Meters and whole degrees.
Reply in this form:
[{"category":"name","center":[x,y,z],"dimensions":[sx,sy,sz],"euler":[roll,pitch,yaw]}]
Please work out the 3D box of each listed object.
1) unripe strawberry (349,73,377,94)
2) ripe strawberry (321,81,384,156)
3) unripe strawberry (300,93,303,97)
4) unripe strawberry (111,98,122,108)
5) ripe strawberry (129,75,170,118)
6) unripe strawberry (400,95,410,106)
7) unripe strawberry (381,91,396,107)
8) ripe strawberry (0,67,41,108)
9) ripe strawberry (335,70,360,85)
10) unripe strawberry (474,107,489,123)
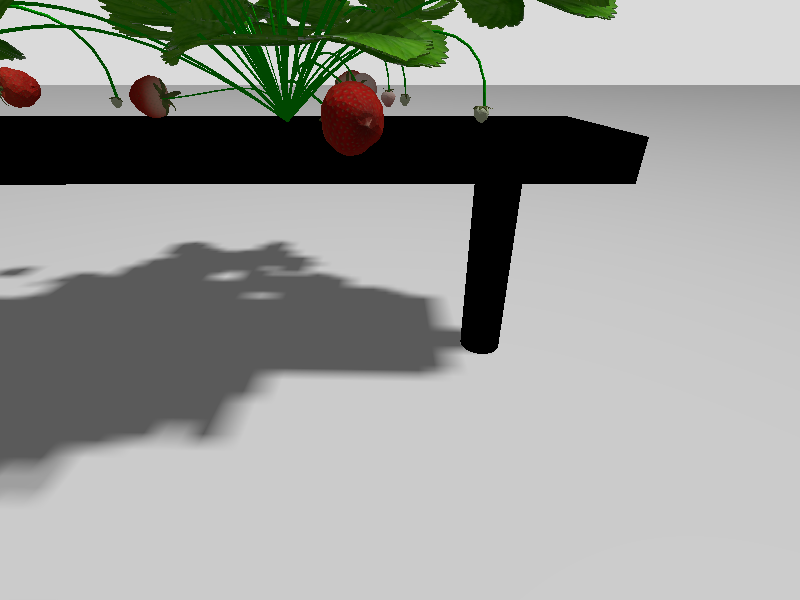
[{"category":"unripe strawberry","center":[-0.046,-0.257,0.487],"dimensions":[0.038,0.032,0.038],"euler":[6,24,11]},{"category":"ripe strawberry","center":[-0.020,-0.083,0.186],"dimensions":[0.030,0.032,0.033],"euler":[-13,33,-22]},{"category":"unripe strawberry","center":[-0.120,-0.248,0.489],"dimensions":[0.009,0.010,0.010],"euler":[-4,30,-7]},{"category":"unripe strawberry","center":[-0.294,-0.205,0.416],"dimensions":[0.010,0.010,0.011],"euler":[-13,32,-21]},{"category":"ripe strawberry","center":[-0.211,-0.171,0.338],"dimensions":[0.030,0.032,0.028],"euler":[6,30,12]},{"category":"unripe strawberry","center":[0.005,-0.218,0.438],"dimensions":[0.011,0.011,0.010],"euler":[19,35,30]},{"category":"unripe strawberry","center":[-0.013,-0.223,0.445],"dimensions":[0.016,0.016,0.014],"euler":[14,33,24]},{"category":"ripe strawberry","center":[-0.417,-0.233,0.439],"dimensions":[0.034,0.039,0.037],"euler":[22,36,34]},{"category":"ripe strawberry","center":[-0.062,-0.276,0.516],"dimensions":[0.042,0.036,0.042],"euler":[3,29,6]},{"category":"unripe strawberry","center":[0.053,-0.121,0.262],"dimensions":[0.010,0.010,0.009],"euler":[12,32,20]}]
